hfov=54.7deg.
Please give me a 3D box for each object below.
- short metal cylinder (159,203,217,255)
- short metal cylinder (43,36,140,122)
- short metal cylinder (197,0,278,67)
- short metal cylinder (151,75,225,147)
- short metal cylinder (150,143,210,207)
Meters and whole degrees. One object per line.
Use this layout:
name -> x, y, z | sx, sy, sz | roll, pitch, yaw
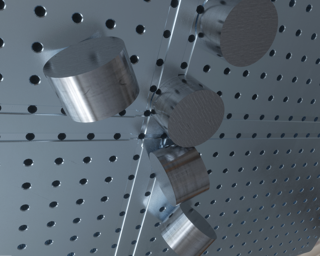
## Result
short metal cylinder -> 0.045, 0.168, 0.504 | 0.050, 0.080, 0.080 | -49, 129, 6
short metal cylinder -> -0.066, -0.050, 0.308 | 0.080, 0.080, 0.050 | -26, 128, -12
short metal cylinder -> 0.092, -0.120, 0.371 | 0.081, 0.050, 0.079 | -14, 124, -21
short metal cylinder -> 0.035, -0.022, 0.401 | 0.081, 0.050, 0.079 | -14, 124, -21
short metal cylinder -> 0.025, 0.061, 0.427 | 0.050, 0.080, 0.080 | -23, 127, -15
